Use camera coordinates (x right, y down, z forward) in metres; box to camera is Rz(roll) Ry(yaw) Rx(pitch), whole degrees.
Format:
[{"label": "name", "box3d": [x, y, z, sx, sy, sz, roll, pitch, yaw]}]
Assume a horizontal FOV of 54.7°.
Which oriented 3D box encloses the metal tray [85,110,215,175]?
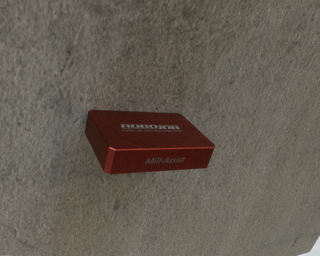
[{"label": "metal tray", "box3d": [-0.013, 0.013, 0.367, 0.131, 0.090, 0.030, 1, 118, -29]}]
